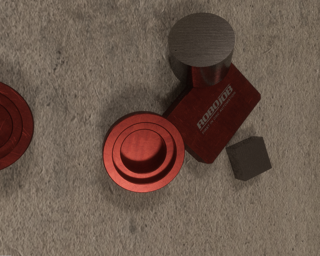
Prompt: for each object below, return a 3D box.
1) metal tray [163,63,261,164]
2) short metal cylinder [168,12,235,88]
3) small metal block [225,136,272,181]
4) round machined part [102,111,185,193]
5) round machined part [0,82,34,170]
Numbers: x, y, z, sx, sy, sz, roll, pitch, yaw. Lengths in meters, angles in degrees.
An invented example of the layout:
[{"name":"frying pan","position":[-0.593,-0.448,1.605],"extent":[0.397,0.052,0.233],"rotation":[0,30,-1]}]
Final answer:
[{"name":"metal tray","position":[0.072,-0.026,0.434],"extent":[0.090,0.030,0.130],"rotation":[43,76,-15]},{"name":"short metal cylinder","position":[0.053,-0.099,0.397],"extent":[0.080,0.050,0.080],"rotation":[-2,68,5]},{"name":"small metal block","position":[0.132,0.045,0.460],"extent":[0.050,0.025,0.050],"rotation":[-21,97,-19]},{"name":"round machined part","position":[-0.022,0.027,0.386],"extent":[0.099,0.042,0.097],"rotation":[-2,101,-12]},{"name":"round machined part","position":[-0.188,-0.002,0.331],"extent":[0.099,0.042,0.097],"rotation":[0,90,-21]}]
